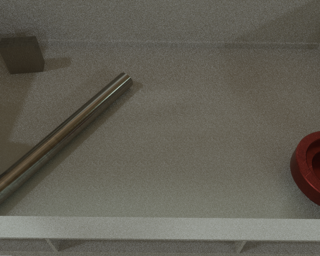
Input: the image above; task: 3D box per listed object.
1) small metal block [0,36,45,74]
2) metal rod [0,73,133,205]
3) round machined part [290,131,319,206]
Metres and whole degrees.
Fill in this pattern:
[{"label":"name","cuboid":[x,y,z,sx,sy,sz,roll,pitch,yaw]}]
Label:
[{"label":"small metal block","cuboid":[-0.213,-0.113,0.481,0.050,0.050,0.025,-6,51,-5]},{"label":"metal rod","cuboid":[-0.136,0.022,0.384,0.025,0.025,0.301,28,55,21]},{"label":"round machined part","cuboid":[0.198,0.053,0.352,0.099,0.042,0.098,0,50,0]}]
